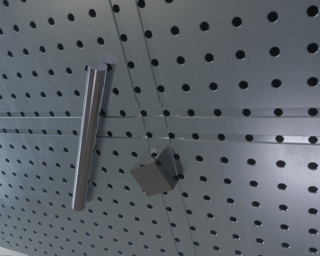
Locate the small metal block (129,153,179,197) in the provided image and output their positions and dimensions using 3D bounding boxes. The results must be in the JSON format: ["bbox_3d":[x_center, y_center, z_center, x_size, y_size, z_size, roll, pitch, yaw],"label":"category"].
[{"bbox_3d":[-0.008,0.070,0.459,0.050,0.025,0.050,-24,106,36],"label":"small metal block"}]

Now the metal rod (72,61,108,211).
[{"bbox_3d":[-0.117,0.032,0.492,0.025,0.025,0.298,26,128,12],"label":"metal rod"}]
